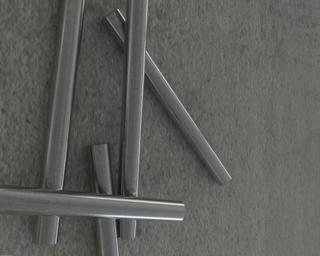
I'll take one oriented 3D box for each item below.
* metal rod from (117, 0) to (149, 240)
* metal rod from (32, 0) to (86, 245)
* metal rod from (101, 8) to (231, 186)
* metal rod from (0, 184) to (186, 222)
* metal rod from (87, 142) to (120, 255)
[{"bbox_3d":[-0.032,-0.019,0.358,0.025,0.025,0.298,-1,97,-40],"label":"metal rod"},{"bbox_3d":[-0.101,-0.035,0.321,0.025,0.025,0.298,9,84,-40],"label":"metal rod"},{"bbox_3d":[0.022,-0.025,0.424,0.025,0.025,0.300,-52,121,-27],"label":"metal rod"},{"bbox_3d":[-0.098,0.070,0.290,0.302,0.025,0.025,14,81,-35],"label":"metal rod"},{"bbox_3d":[-0.058,0.166,0.358,0.025,0.025,0.298,-8,95,-40],"label":"metal rod"}]
